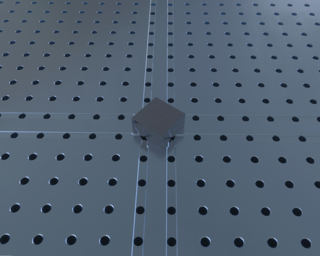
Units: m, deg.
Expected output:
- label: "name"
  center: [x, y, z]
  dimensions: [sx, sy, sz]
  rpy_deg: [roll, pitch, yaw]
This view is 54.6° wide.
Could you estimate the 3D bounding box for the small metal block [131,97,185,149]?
- label: "small metal block"
  center: [-0.002, -0.008, 0.415]
  dimensions: [0.050, 0.025, 0.050]
  rpy_deg: [32, 57, 23]
